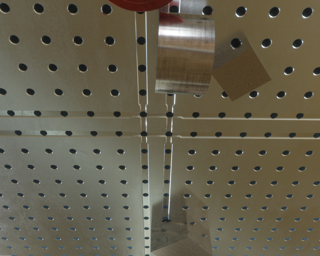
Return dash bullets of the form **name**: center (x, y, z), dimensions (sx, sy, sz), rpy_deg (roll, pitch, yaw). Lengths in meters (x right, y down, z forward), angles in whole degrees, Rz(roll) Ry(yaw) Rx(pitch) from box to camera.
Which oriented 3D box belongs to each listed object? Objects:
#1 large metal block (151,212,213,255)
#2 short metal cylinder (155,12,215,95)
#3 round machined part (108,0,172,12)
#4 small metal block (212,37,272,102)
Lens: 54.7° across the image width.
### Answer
- **large metal block**: center (0.040, 0.210, 0.575), dimensions (0.080, 0.050, 0.080), rpy_deg (-30, 124, 23)
- **short metal cylinder**: center (0.022, -0.074, 0.313), dimensions (0.050, 0.080, 0.079), rpy_deg (3, 130, -3)
- **round machined part**: center (-0.019, -0.151, 0.272), dimensions (0.099, 0.042, 0.097), rpy_deg (0, 130, 0)
- **small metal block**: center (0.091, -0.066, 0.356), dimensions (0.050, 0.025, 0.050), rpy_deg (-30, 124, 23)
